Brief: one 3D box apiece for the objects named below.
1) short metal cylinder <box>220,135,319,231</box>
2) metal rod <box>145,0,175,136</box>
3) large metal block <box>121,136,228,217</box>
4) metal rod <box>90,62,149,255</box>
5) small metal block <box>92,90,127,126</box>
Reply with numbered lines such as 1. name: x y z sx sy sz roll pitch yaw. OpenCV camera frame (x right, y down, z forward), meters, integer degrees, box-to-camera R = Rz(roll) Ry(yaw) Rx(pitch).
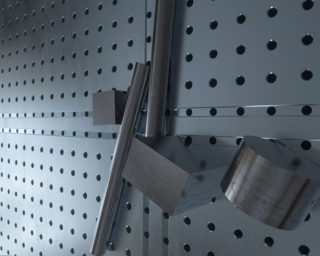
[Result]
1. short metal cylinder: 0.104 0.048 0.287 0.080 0.081 0.050 34 111 34
2. metal rod: -0.001 -0.071 0.408 0.025 0.025 0.298 8 95 39
3. large metal block: 0.018 0.049 0.357 0.080 0.081 0.050 31 109 35
4. metal rod: -0.059 0.053 0.455 0.025 0.025 0.298 25 105 37
5. small metal block: -0.076 -0.029 0.470 0.050 0.025 0.050 -3 88 39
